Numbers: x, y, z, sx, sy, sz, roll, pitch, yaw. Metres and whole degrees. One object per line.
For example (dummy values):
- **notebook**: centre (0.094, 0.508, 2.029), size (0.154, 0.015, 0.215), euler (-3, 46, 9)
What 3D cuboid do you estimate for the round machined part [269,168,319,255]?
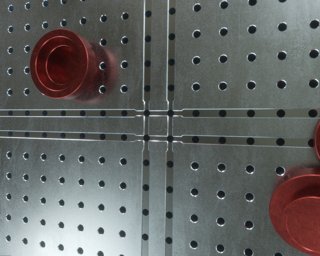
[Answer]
- **round machined part**: centre (0.167, 0.096, 0.331), size (0.098, 0.042, 0.097), euler (8, 108, 26)

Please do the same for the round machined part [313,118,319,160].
- **round machined part**: centre (0.218, 0.014, 0.326), size (0.098, 0.042, 0.097), euler (0, 90, 20)

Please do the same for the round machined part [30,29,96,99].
- **round machined part**: centre (-0.135, -0.090, 0.452), size (0.098, 0.042, 0.097), euler (0, 90, 20)
